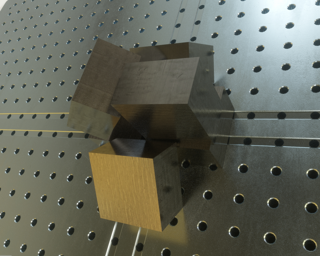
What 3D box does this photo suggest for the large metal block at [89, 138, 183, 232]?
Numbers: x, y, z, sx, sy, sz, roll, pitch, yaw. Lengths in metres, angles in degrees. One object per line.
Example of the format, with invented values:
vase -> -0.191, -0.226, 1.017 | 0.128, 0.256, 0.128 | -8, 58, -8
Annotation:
large metal block -> -0.025, 0.059, 0.344 | 0.080, 0.050, 0.080 | 2, 107, 29

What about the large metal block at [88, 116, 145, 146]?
large metal block -> -0.036, -0.006, 0.416 | 0.080, 0.050, 0.080 | 7, 65, 31

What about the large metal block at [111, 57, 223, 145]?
large metal block -> 0.011, -0.024, 0.319 | 0.080, 0.080, 0.050 | 2, 63, 29

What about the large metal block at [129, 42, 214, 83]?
large metal block -> 0.018, -0.080, 0.404 | 0.080, 0.080, 0.050 | 2, 101, 29

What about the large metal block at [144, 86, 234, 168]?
large metal block -> 0.037, -0.002, 0.374 | 0.080, 0.050, 0.080 | 3, 63, 29

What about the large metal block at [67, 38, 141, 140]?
large metal block -> -0.067, -0.041, 0.359 | 0.080, 0.050, 0.080 | 136, 152, -63
